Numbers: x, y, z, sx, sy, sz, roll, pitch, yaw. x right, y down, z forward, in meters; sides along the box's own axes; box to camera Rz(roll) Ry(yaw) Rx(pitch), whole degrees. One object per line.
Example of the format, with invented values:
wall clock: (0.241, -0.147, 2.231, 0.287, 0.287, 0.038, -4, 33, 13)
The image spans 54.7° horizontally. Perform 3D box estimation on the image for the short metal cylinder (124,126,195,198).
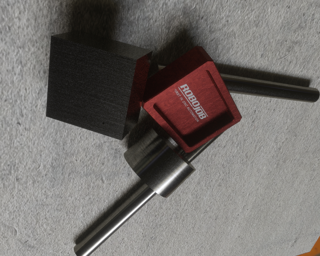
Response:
short metal cylinder: (0.000, 0.043, 0.399, 0.050, 0.080, 0.080, -45, 130, 3)

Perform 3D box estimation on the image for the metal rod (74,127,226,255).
metal rod: (-0.008, 0.083, 0.455, 0.300, 0.025, 0.025, -43, 130, 1)

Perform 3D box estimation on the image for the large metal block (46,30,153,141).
large metal block: (-0.060, -0.044, 0.306, 0.080, 0.050, 0.079, 17, 115, 8)

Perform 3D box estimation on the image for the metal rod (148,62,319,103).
metal rod: (0.123, -0.060, 0.439, 0.303, 0.025, 0.025, 2, 117, -30)

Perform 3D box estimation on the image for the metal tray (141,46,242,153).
metal tray: (0.041, -0.028, 0.384, 0.090, 0.030, 0.130, -33, 140, 9)
